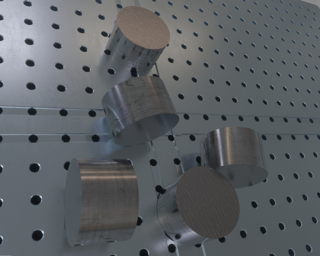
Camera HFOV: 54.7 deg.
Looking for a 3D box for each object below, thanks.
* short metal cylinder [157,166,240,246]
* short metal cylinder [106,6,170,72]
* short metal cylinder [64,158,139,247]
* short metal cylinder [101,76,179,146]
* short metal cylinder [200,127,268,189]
[{"bbox_3d":[0.044,0.091,0.358,0.081,0.050,0.080,12,58,-21],"label":"short metal cylinder"},{"bbox_3d":[-0.032,-0.130,0.454,0.081,0.050,0.080,14,56,-21],"label":"short metal cylinder"},{"bbox_3d":[-0.059,0.069,0.299,0.050,0.080,0.080,4,60,-26],"label":"short metal cylinder"},{"bbox_3d":[-0.024,-0.019,0.371,0.081,0.080,0.050,-9,67,-32],"label":"short metal cylinder"},{"bbox_3d":[0.093,0.040,0.398,0.081,0.080,0.050,14,56,-21],"label":"short metal cylinder"}]
